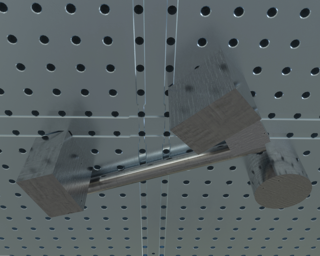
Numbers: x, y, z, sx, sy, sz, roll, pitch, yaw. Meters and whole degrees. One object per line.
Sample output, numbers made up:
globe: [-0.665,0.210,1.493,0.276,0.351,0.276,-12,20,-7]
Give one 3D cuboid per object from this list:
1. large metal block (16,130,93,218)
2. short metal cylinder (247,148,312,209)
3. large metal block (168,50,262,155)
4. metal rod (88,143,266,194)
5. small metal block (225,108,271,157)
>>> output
large metal block: [-0.140,0.063,0.427,0.050,0.080,0.080,-14,129,11]
short metal cylinder: [0.176,0.076,0.463,0.081,0.050,0.079,0,130,0]
large metal block: [0.057,-0.029,0.352,0.080,0.080,0.050,-33,123,25]
metal rod: [0.003,0.060,0.462,0.301,0.025,0.025,-16,129,12]
small metal block: [0.108,0.002,0.403,0.050,0.025,0.050,-26,100,19]
